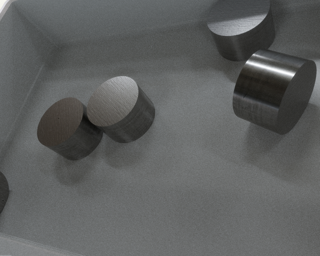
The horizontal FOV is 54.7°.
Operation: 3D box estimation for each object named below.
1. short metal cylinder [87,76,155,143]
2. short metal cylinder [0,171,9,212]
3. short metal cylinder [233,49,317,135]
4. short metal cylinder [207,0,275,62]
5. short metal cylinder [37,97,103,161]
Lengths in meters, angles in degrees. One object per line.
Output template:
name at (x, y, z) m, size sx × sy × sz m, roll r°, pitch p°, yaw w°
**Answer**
short metal cylinder at (-0.054, -0.025, 0.434) m, size 0.080 × 0.050 × 0.080 m, roll -13°, pitch 56°, yaw 21°
short metal cylinder at (-0.275, 0.097, 0.456) m, size 0.050 × 0.080 × 0.080 m, roll -2°, pitch 61°, yaw 27°
short metal cylinder at (0.122, -0.039, 0.330) m, size 0.050 × 0.080 × 0.080 m, roll 28°, pitch 77°, yaw 37°
short metal cylinder at (0.109, -0.137, 0.416) m, size 0.080 × 0.050 × 0.080 m, roll -13°, pitch 56°, yaw 21°
short metal cylinder at (-0.132, 0.002, 0.458) m, size 0.080 × 0.050 × 0.080 m, roll -13°, pitch 56°, yaw 21°
